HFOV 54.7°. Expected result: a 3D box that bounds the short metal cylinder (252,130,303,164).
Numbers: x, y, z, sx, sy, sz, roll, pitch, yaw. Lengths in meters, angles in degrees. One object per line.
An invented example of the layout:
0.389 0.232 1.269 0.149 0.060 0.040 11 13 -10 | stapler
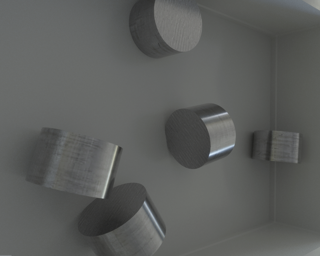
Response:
0.205 0.033 0.542 0.081 0.080 0.050 9 84 -40 | short metal cylinder

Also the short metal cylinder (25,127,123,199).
-0.082 0.035 0.302 0.080 0.080 0.050 22 76 -38 | short metal cylinder

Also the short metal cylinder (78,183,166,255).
-0.040 0.105 0.337 0.080 0.080 0.050 -40 115 -33 | short metal cylinder

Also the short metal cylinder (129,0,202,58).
0.008 -0.133 0.396 0.081 0.050 0.080 0 90 -40 | short metal cylinder

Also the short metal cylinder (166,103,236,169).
0.053 0.010 0.415 0.050 0.080 0.079 -14 99 -39 | short metal cylinder
